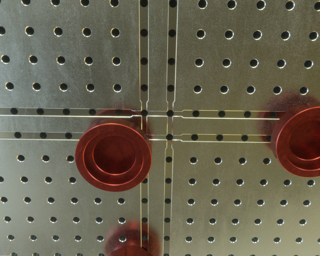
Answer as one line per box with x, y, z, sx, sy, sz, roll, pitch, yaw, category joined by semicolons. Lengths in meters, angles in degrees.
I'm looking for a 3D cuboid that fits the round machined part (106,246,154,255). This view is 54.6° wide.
-0.046;0.226;0.487;0.099;0.042;0.097;0;110;0;round machined part

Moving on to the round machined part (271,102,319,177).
0.196;0.013;0.410;0.099;0.042;0.097;0;110;0;round machined part

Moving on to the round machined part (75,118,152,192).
-0.060;0.033;0.416;0.099;0.042;0.097;0;110;0;round machined part
